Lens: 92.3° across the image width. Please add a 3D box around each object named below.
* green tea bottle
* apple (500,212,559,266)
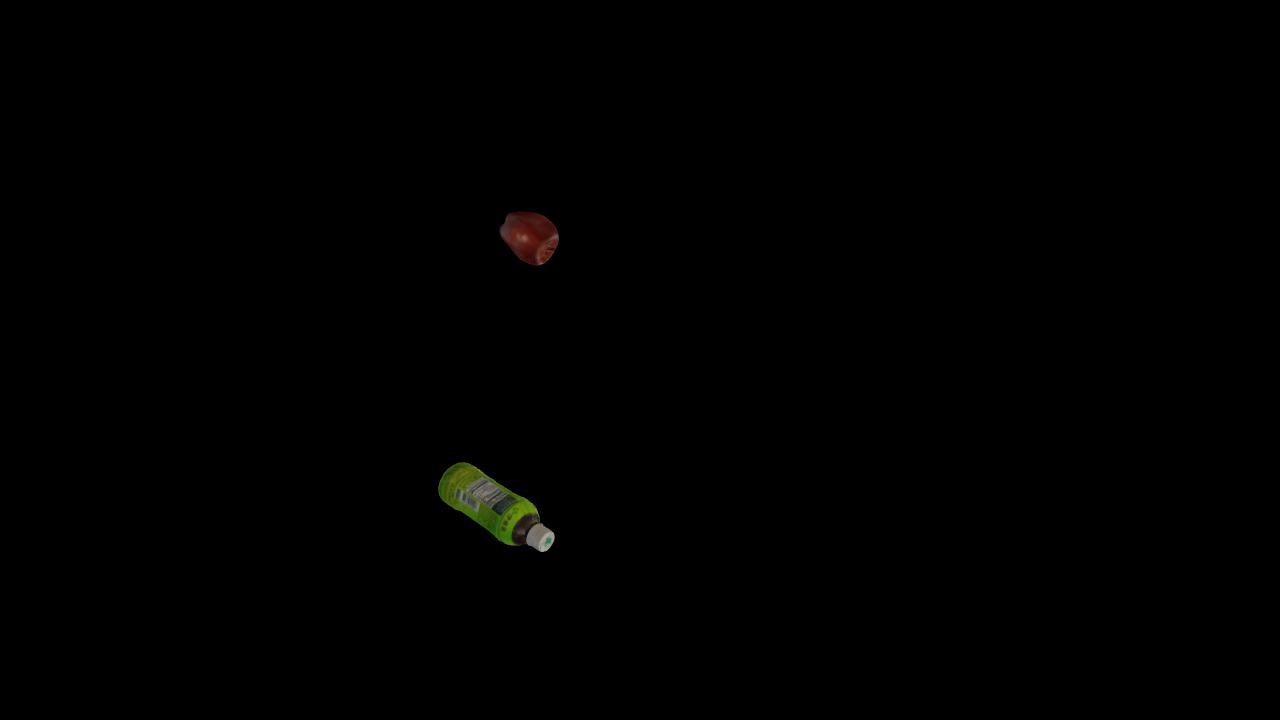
[{"bbox_3d":[-0.208,0.218,0.897,0.212,0.073,0.073,21,13,37],"label":"green tea bottle"},{"bbox_3d":[-0.174,-0.197,0.983,0.093,0.079,0.079,33,5,8],"label":"apple"}]
